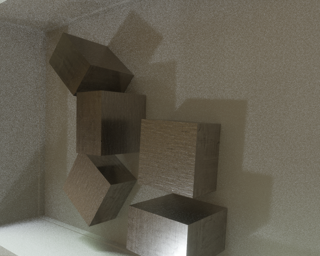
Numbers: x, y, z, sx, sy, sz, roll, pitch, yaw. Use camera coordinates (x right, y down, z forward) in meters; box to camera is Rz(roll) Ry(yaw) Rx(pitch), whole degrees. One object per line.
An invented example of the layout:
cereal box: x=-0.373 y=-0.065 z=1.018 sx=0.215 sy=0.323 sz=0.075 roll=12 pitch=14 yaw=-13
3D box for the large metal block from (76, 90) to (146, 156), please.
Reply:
large metal block: x=-0.065 y=-0.007 z=0.422 sx=0.050 sy=0.081 sz=0.079 roll=1 pitch=91 yaw=39

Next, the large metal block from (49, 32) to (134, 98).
large metal block: x=-0.099 y=-0.086 z=0.449 sx=0.080 sy=0.081 sz=0.050 roll=49 pitch=116 yaw=29

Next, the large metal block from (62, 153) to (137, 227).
large metal block: x=-0.092 y=0.084 z=0.464 sx=0.080 sy=0.050 sz=0.080 roll=43 pitch=116 yaw=31

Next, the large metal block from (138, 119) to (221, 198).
large metal block: x=0.022 y=0.032 z=0.371 sx=0.080 sy=0.050 sz=0.079 roll=6 pitch=94 yaw=39

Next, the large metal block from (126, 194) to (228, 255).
large metal block: x=0.020 y=0.114 z=0.353 sx=0.080 sy=0.081 sz=0.050 roll=6 pitch=94 yaw=39
